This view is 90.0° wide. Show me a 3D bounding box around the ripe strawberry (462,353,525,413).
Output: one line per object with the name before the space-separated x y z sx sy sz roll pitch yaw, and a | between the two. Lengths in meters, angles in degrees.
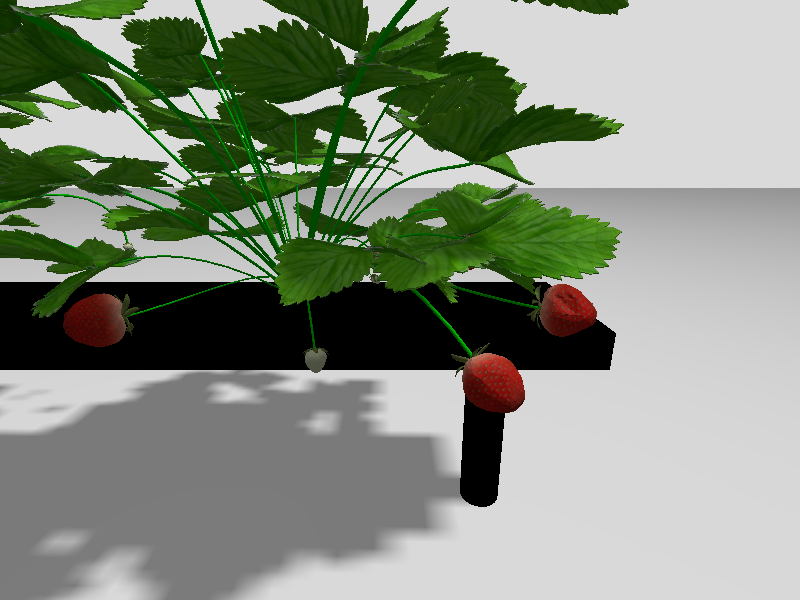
ripe strawberry | 0.046 0.040 0.193 0.031 0.026 0.031 -13 45 -35

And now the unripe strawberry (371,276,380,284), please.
unripe strawberry | -0.026 -0.022 0.428 0.011 0.010 0.010 16 56 42

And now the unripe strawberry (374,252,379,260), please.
unripe strawberry | -0.032 -0.059 0.519 0.024 0.021 0.024 6 -7 19

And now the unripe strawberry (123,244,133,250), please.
unripe strawberry | -0.373 -0.072 0.550 0.010 0.011 0.011 14 22 38

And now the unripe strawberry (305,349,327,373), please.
unripe strawberry | -0.049 0.036 0.234 0.013 0.014 0.013 -5 0 -16

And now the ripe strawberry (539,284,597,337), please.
ripe strawberry | 0.117 0.008 0.279 0.037 0.037 0.041 8 19 21

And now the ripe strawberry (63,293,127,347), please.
ripe strawberry | -0.201 0.014 0.264 0.033 0.035 0.031 -16 24 -40

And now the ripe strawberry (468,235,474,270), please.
ripe strawberry | 0.087 -0.061 0.490 0.049 0.047 0.045 -12 21 -36
